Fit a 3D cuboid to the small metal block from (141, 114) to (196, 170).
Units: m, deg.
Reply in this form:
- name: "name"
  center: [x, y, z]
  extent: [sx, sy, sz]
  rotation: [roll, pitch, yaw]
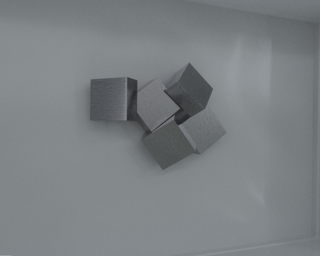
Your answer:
- name: "small metal block"
  center: [0.012, 0.018, 0.402]
  extent: [0.050, 0.025, 0.050]
  rotation: [-32, 102, 14]

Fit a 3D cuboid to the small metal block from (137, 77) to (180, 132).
- name: "small metal block"
  center: [-0.011, -0.030, 0.406]
  extent: [0.050, 0.025, 0.050]
  rotation: [-39, 103, -16]

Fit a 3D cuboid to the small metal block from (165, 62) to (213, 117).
- name: "small metal block"
  center: [0.040, -0.051, 0.412]
  extent: [0.050, 0.025, 0.050]
  rotation: [45, 41, -15]

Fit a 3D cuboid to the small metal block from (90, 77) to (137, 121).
- name: "small metal block"
  center: [-0.056, -0.033, 0.374]
  extent: [0.050, 0.025, 0.050]
  rotation: [0, 89, 23]

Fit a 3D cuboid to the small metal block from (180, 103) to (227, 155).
- name: "small metal block"
  center: [0.056, 0.001, 0.431]
  extent: [0.050, 0.025, 0.050]
  rotation: [-38, 102, -16]
